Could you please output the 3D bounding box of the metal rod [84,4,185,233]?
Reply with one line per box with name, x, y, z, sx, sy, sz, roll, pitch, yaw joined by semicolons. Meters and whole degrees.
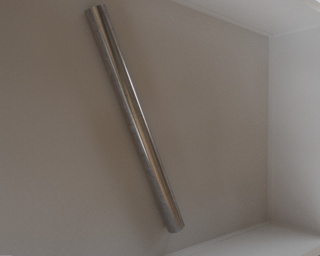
metal rod;-0.025;0.002;0.386;0.025;0.025;0.298;-31;110;-36
